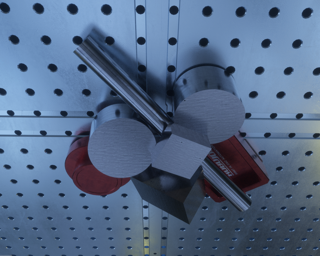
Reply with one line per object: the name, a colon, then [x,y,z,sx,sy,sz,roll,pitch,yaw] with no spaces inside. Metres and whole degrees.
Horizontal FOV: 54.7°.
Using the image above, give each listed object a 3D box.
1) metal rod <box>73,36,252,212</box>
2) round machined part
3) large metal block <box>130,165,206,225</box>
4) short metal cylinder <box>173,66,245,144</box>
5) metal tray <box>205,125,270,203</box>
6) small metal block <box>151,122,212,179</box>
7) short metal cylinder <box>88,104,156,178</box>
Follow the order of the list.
metal rod: [0.017,0.009,0.382,0.025,0.025,0.300,-35,113,26]
round machined part: [-0.087,0.060,0.445,0.099,0.042,0.097,0,130,0]
large metal block: [0.013,0.079,0.423,0.080,0.050,0.080,22,152,25]
short metal cylinder: [0.056,-0.026,0.369,0.081,0.050,0.079,0,130,0]
metal tray: [0.088,0.050,0.447,0.090,0.030,0.130,-29,125,22]
small metal block: [0.024,0.027,0.361,0.050,0.025,0.050,21,119,-17]
short metal cylinder: [-0.048,0.015,0.388,0.081,0.050,0.079,-3,114,-8]
